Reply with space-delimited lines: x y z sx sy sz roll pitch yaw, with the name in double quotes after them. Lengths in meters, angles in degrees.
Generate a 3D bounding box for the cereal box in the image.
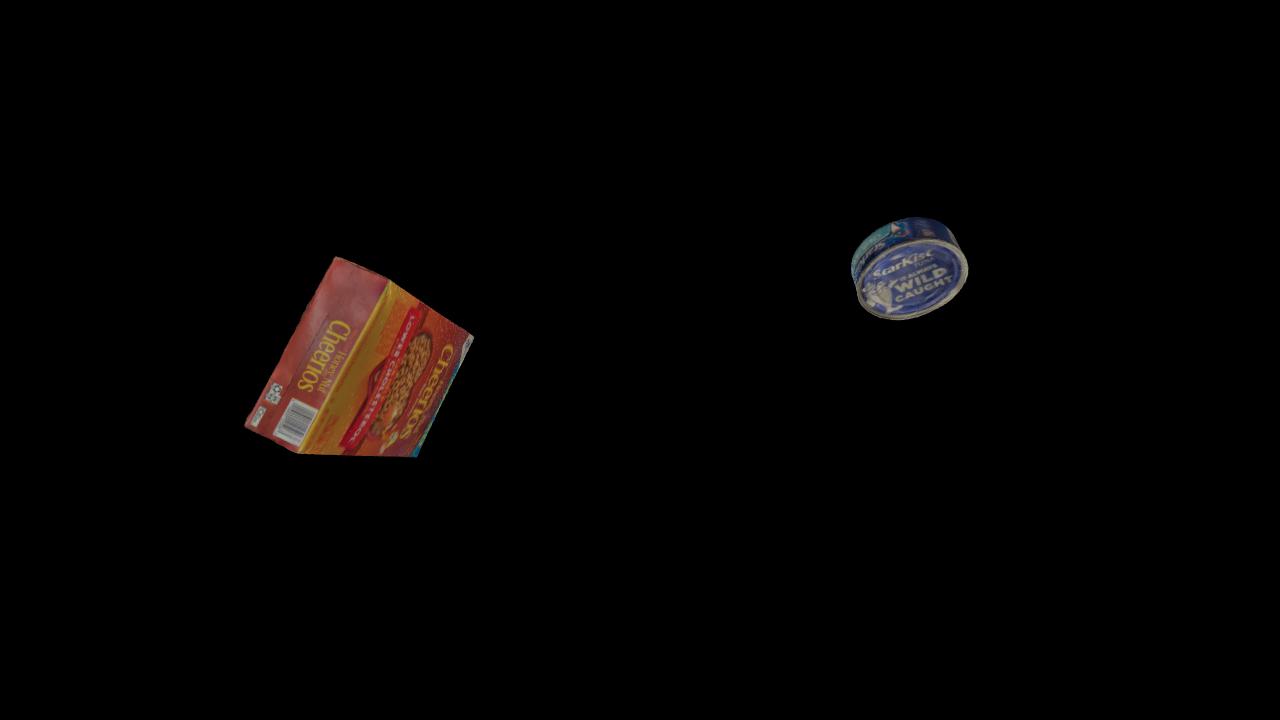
-0.324 0.017 0.778 0.081 0.203 0.306 24 -9 6 "cereal box"

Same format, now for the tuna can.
0.217 -0.074 0.501 0.084 0.034 0.084 1 -41 1 "tuna can"
